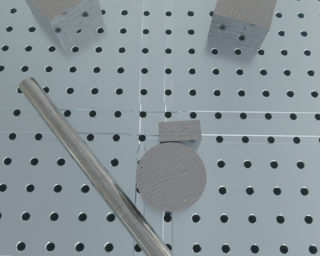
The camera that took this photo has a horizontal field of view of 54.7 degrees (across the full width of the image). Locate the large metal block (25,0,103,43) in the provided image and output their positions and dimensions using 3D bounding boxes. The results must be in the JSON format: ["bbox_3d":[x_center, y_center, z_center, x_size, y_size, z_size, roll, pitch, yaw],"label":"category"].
[{"bbox_3d":[-0.147,-0.190,0.466,0.080,0.050,0.080,-39,75,-13],"label":"large metal block"}]

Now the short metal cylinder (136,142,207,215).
[{"bbox_3d":[0.013,0.063,0.376,0.081,0.050,0.080,0,70,0],"label":"short metal cylinder"}]

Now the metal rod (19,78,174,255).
[{"bbox_3d":[-0.088,0.047,0.393,0.025,0.025,0.300,-38,75,-13],"label":"metal rod"}]

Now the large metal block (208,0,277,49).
[{"bbox_3d":[0.125,-0.175,0.464,0.080,0.050,0.080,17,71,5],"label":"large metal block"}]

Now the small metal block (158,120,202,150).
[{"bbox_3d":[0.024,0.012,0.395,0.050,0.050,0.025,-3,70,-2],"label":"small metal block"}]
